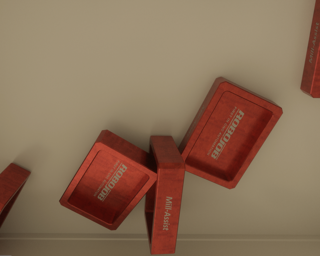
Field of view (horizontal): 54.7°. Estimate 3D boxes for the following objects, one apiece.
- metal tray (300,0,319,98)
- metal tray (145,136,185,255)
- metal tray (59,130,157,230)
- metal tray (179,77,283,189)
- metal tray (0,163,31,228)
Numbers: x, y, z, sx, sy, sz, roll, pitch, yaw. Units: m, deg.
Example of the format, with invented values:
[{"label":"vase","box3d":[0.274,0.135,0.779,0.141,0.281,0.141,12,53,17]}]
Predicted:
[{"label":"metal tray","box3d":[0.231,-0.102,0.374,0.091,0.030,0.129,1,110,-1]},{"label":"metal tray","box3d":[0.002,0.085,0.406,0.030,0.090,0.129,2,110,-10]},{"label":"metal tray","box3d":[-0.069,0.075,0.419,0.090,0.030,0.129,31,119,-10]},{"label":"metal tray","box3d":[0.088,0.009,0.413,0.090,0.030,0.129,24,108,-9]},{"label":"metal tray","box3d":[-0.230,0.121,0.417,0.030,0.090,0.129,31,107,-11]}]
